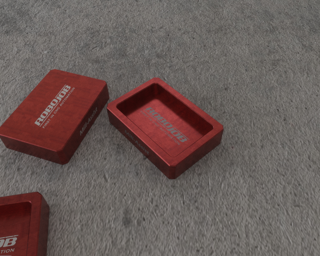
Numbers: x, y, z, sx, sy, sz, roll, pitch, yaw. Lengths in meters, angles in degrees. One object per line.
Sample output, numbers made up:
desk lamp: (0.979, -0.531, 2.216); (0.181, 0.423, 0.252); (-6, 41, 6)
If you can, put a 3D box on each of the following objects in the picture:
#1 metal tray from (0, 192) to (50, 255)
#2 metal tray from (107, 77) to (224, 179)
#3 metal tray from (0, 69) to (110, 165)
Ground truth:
metal tray: (-0.180, 0.117, 0.299); (0.131, 0.030, 0.090); (-7, 50, -6)
metal tray: (0.005, -0.006, 0.404); (0.091, 0.030, 0.130); (-34, 58, -25)
metal tray: (-0.137, -0.021, 0.416); (0.090, 0.030, 0.130); (15, 51, 12)
